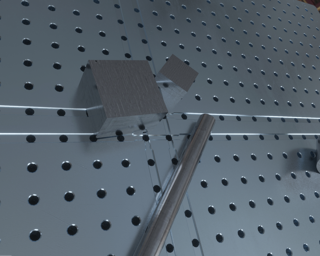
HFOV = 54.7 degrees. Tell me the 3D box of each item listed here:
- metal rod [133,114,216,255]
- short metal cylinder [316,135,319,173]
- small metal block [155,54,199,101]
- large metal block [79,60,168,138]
[{"bbox_3d":[0.011,0.090,0.360,0.025,0.025,0.301,35,51,-6],"label":"metal rod"},{"bbox_3d":[0.304,0.045,0.513,0.080,0.080,0.050,29,52,-10],"label":"short metal cylinder"},{"bbox_3d":[0.024,-0.077,0.470,0.050,0.025,0.050,36,51,-5],"label":"small metal block"},{"bbox_3d":[-0.048,-0.038,0.391,0.081,0.050,0.080,-7,66,-32],"label":"large metal block"}]
